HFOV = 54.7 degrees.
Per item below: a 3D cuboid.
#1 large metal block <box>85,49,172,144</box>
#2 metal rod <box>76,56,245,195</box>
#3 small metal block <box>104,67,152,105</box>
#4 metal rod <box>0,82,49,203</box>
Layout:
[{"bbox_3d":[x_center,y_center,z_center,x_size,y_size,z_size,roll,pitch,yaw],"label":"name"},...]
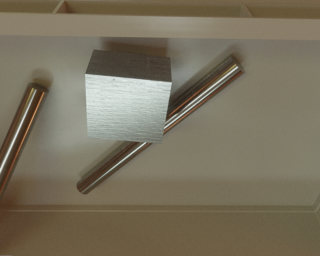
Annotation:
[{"bbox_3d":[-0.034,-0.032,0.332,0.081,0.050,0.079,5,130,-5],"label":"large metal block"},{"bbox_3d":[-0.016,0.011,0.417,0.025,0.025,0.299,36,121,-27],"label":"metal rod"},{"bbox_3d":[-0.035,-0.054,0.362,0.050,0.025,0.050,-1,130,0],"label":"small metal block"},{"bbox_3d":[-0.214,0.079,0.401,0.025,0.025,0.298,24,104,-19],"label":"metal rod"}]
